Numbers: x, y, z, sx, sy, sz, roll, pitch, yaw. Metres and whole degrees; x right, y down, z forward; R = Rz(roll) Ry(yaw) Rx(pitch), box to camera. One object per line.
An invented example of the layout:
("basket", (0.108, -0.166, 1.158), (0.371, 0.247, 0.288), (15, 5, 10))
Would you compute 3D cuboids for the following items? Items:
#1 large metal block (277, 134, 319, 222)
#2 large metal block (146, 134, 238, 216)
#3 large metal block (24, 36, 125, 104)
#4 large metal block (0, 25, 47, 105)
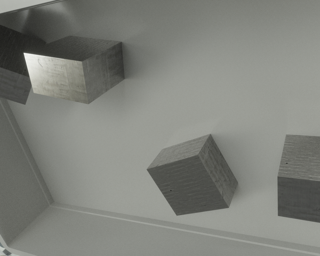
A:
("large metal block", (0.168, 0.050, 0.316), (0.080, 0.080, 0.050), (3, 120, 26))
("large metal block", (0.044, 0.064, 0.409), (0.080, 0.050, 0.080), (-21, 108, 36))
("large metal block", (-0.100, -0.075, 0.380), (0.080, 0.080, 0.050), (13, 124, 21))
("large metal block", (-0.204, -0.087, 0.408), (0.081, 0.080, 0.050), (18, 133, -23))
